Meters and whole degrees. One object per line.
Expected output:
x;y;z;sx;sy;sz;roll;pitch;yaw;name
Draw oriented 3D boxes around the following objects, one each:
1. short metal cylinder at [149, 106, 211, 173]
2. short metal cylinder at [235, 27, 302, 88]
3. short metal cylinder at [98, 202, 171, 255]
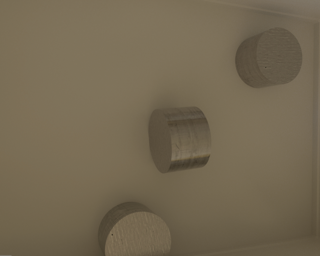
0.022;0.014;0.391;0.050;0.080;0.079;-6;92;-20;short metal cylinder
0.160;-0.101;0.458;0.081;0.050;0.079;0;90;-21;short metal cylinder
-0.033;0.138;0.386;0.081;0.050;0.079;0;90;-21;short metal cylinder
